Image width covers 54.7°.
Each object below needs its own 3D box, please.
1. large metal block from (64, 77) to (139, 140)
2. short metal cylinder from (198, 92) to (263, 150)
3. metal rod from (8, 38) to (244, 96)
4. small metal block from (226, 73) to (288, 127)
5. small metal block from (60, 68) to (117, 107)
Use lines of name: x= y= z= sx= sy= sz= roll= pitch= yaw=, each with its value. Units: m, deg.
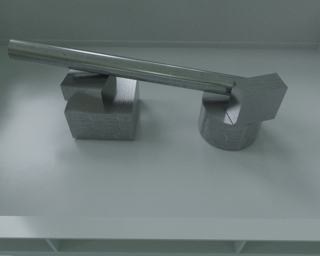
large metal block: x=-0.072 y=-0.032 z=0.411 sx=0.081 sy=0.050 sz=0.080 roll=2 pitch=50 yaw=1
short metal cylinder: x=0.093 y=-0.018 z=0.403 sx=0.081 sy=0.050 sz=0.080 roll=0 pitch=50 yaw=0
metal rod: x=-0.023 y=-0.069 z=0.369 sx=0.302 sy=0.025 sz=0.025 roll=9 pitch=50 yaw=-3
small metal block: x=0.107 y=-0.031 z=0.348 sx=0.050 sy=0.050 sz=0.025 roll=-11 pitch=51 yaw=-10
small metal block: x=-0.087 y=-0.056 z=0.384 sx=0.050 sy=0.025 sz=0.050 roll=10 pitch=50 yaw=8
